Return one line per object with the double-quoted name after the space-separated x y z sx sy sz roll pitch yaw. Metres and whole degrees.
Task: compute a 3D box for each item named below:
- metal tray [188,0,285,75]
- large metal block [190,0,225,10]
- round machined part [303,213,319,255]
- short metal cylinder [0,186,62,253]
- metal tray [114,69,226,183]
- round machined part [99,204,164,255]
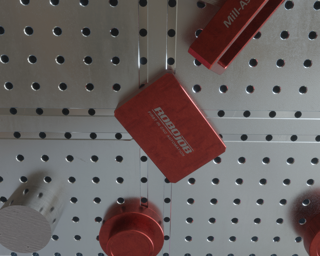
0.091 -0.119 0.333 0.030 0.090 0.130 43 106 10 "metal tray"
0.048 -0.180 0.334 0.080 0.050 0.079 17 109 -7 "large metal block"
0.265 0.164 0.467 0.099 0.042 0.097 0 110 0 "round machined part"
-0.189 0.131 0.446 0.081 0.050 0.079 0 110 0 "short metal cylinder"
0.015 0.000 0.411 0.090 0.030 0.130 -35 107 12 "metal tray"
-0.043 0.168 0.466 0.099 0.042 0.097 0 110 0 "round machined part"
